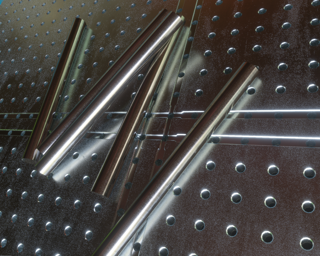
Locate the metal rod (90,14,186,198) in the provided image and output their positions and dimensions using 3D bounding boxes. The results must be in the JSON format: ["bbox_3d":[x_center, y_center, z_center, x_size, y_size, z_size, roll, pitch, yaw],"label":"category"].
[{"bbox_3d":[-0.024,-0.045,0.446,0.025,0.025,0.300,9,66,32],"label":"metal rod"}]

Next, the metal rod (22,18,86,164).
[{"bbox_3d":[-0.181,-0.079,0.548,0.025,0.025,0.299,-5,59,25],"label":"metal rod"}]

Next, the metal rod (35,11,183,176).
[{"bbox_3d":[-0.075,-0.049,0.455,0.300,0.025,0.025,-48,51,2],"label":"metal rod"}]

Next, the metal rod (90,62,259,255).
[{"bbox_3d":[0.022,0.040,0.371,0.025,0.025,0.300,32,79,37],"label":"metal rod"}]

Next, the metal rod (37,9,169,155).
[{"bbox_3d":[-0.083,-0.075,0.495,0.025,0.025,0.300,34,80,38],"label":"metal rod"}]
